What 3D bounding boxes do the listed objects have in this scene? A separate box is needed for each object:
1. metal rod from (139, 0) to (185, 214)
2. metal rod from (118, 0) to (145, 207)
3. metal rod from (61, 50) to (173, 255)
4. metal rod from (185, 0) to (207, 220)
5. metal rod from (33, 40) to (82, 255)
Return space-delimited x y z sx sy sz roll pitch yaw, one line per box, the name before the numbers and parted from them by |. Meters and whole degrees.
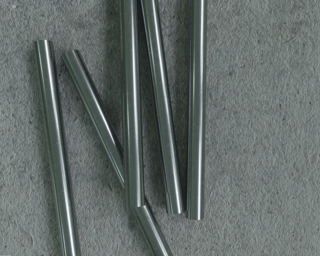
metal rod | 0.002 -0.038 0.409 0.025 0.025 0.298 -7 90 0
metal rod | -0.037 -0.053 0.396 0.025 0.025 0.298 -2 85 -1
metal rod | -0.056 0.038 0.409 0.025 0.025 0.299 -25 90 0
metal rod | 0.048 -0.031 0.410 0.025 0.025 0.298 1 90 -1
metal rod | -0.134 0.036 0.408 0.025 0.025 0.298 -8 90 0
